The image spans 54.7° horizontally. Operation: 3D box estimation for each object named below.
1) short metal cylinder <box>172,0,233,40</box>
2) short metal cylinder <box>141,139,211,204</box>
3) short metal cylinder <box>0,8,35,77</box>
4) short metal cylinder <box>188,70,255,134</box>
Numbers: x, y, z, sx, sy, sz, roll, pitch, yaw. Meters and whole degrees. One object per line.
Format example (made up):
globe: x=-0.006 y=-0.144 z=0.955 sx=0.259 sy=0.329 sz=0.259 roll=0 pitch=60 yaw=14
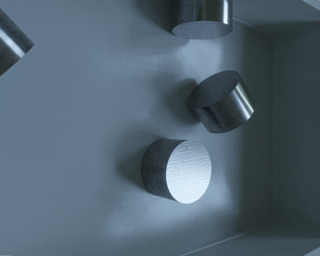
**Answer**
short metal cylinder: x=0.057 y=-0.156 z=0.418 sx=0.081 sy=0.080 sz=0.050 roll=1 pitch=90 yaw=-40
short metal cylinder: x=0.022 y=0.055 z=0.409 sx=0.081 sy=0.050 sz=0.080 roll=0 pitch=90 yaw=-40
short metal cylinder: x=-0.150 y=-0.061 z=0.245 sx=0.050 sy=0.080 sz=0.080 roll=51 pitch=60 yaw=-28
short metal cylinder: x=0.088 y=-0.038 z=0.444 sx=0.080 sy=0.080 sz=0.050 roll=-53 pitch=121 yaw=-27
